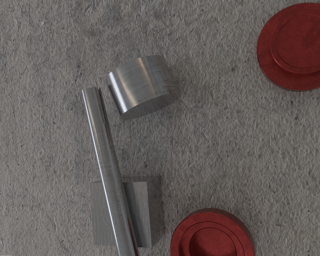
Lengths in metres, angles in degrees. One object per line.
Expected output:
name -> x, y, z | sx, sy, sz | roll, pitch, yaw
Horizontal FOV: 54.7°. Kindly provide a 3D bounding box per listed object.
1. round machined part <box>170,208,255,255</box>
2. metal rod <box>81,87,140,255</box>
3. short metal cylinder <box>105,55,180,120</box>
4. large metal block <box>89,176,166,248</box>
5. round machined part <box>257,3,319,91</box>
round machined part -> 0.065, 0.146, 0.377 | 0.098, 0.042, 0.097 | 0, 90, 20
metal rod -> -0.051, 0.097, 0.373 | 0.025, 0.025, 0.298 | -16, 85, 19
short metal cylinder -> -0.021, -0.049, 0.387 | 0.080, 0.080, 0.050 | -25, 82, 18
large metal block -> -0.042, 0.108, 0.411 | 0.080, 0.050, 0.080 | -5, 88, 20
round machined part -> 0.159, -0.091, 0.344 | 0.098, 0.042, 0.097 | 0, 90, 20
